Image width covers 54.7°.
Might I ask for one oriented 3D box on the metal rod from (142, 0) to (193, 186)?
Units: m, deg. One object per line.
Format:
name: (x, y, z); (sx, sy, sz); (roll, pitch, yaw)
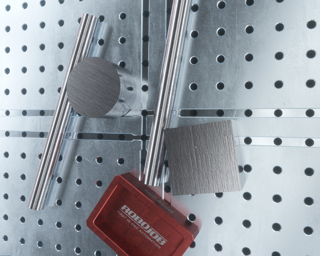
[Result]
metal rod: (0.014, -0.072, 0.406); (0.025, 0.025, 0.298); (11, 94, 19)

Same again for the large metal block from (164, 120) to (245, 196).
large metal block: (0.056, 0.035, 0.379); (0.080, 0.050, 0.080); (-9, 87, 19)

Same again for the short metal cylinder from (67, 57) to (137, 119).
short metal cylinder: (-0.079, -0.053, 0.426); (0.080, 0.050, 0.079); (0, 90, 19)

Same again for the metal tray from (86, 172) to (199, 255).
metal tray: (-0.026, 0.133, 0.418); (0.130, 0.030, 0.090); (36, 101, 16)

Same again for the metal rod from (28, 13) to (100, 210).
metal rod: (-0.145, -0.020, 0.461); (0.025, 0.025, 0.298); (20, 97, 18)
